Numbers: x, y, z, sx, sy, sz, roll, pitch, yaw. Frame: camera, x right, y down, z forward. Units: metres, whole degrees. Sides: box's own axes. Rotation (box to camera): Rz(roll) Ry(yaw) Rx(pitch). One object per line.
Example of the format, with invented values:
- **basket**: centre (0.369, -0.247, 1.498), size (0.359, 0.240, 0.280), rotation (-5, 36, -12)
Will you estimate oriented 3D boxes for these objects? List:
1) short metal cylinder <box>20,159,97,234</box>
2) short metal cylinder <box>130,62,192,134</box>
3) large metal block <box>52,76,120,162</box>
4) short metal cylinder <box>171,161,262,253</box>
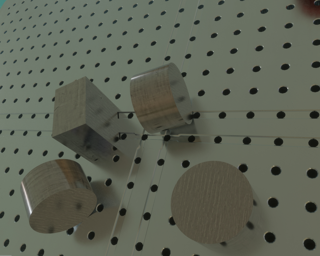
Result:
- **short metal cylinder**: centre (-0.126, 0.085, 0.387), size (0.080, 0.080, 0.050), rotation (-40, 51, 1)
- **short metal cylinder**: centre (0.004, -0.037, 0.394), size (0.050, 0.080, 0.080), rotation (-16, 56, 19)
- **large metal block**: centre (-0.101, -0.011, 0.432), size (0.050, 0.080, 0.080), rotation (-21, 54, 16)
- **short metal cylinder**: centre (0.058, 0.080, 0.313), size (0.080, 0.050, 0.080), rotation (-13, 56, 21)
